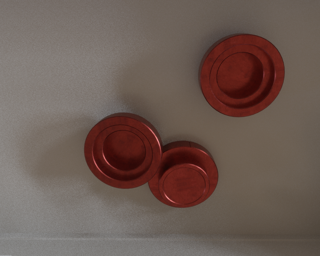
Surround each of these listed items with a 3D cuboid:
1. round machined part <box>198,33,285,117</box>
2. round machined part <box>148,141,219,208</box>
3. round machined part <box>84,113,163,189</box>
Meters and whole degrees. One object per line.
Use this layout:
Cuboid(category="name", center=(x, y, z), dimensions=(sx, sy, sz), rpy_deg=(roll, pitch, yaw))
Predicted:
Cuboid(category="round machined part", center=(0.096, -0.066, 0.379), dimensions=(0.099, 0.042, 0.097), rpy_deg=(0, 110, -1))
Cuboid(category="round machined part", center=(0.032, 0.070, 0.429), dimensions=(0.099, 0.042, 0.097), rpy_deg=(0, 110, -1))
Cuboid(category="round machined part", center=(-0.045, 0.027, 0.407), dimensions=(0.099, 0.042, 0.097), rpy_deg=(1, 106, 5))
